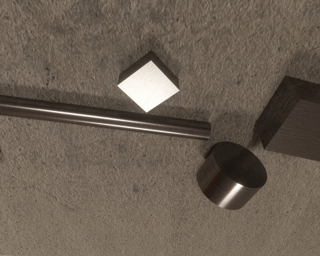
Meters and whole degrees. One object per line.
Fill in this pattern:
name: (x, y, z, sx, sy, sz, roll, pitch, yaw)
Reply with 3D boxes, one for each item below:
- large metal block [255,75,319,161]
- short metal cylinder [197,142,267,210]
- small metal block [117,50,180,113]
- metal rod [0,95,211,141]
large metal block: (0.179, -0.010, 0.385, 0.081, 0.050, 0.079, 12, 129, -11)
short metal cylinder: (0.098, 0.065, 0.428, 0.081, 0.080, 0.050, 17, 128, -14)
small metal block: (-0.013, -0.053, 0.362, 0.050, 0.025, 0.050, -32, 124, 24)
metal rod: (-0.085, -0.014, 0.393, 0.302, 0.025, 0.025, 7, 130, -7)
